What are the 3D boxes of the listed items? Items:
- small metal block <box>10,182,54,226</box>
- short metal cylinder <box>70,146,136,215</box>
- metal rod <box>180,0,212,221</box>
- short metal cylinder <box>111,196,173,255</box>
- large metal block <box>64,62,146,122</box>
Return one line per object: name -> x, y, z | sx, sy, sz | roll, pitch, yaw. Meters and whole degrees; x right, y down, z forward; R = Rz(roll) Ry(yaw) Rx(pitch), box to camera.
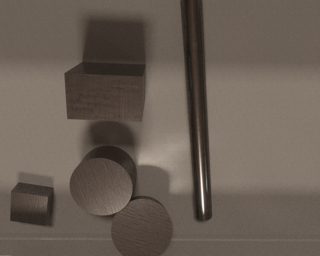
small metal block -> -0.186, 0.110, 0.449 | 0.050, 0.025, 0.050 | 10, 110, -4
short metal cylinder -> -0.074, 0.069, 0.418 | 0.081, 0.050, 0.079 | 0, 104, 1
metal rod -> 0.050, -0.009, 0.408 | 0.025, 0.025, 0.298 | -5, 110, 1
short metal cylinder -> -0.025, 0.137, 0.431 | 0.081, 0.050, 0.080 | 1, 82, -4
large metal block -> -0.059, -0.045, 0.364 | 0.081, 0.080, 0.050 | 2, 110, -1
